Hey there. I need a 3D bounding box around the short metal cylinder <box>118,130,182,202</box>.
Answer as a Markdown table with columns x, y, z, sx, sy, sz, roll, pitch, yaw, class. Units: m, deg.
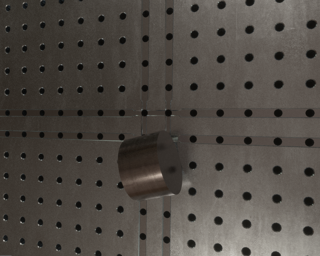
| x | y | z | sx | sy | sz | roll | pitch | yaw | class |
| --- | --- | --- | --- | --- | --- | --- | --- | --- | --- |
| -0.010 | 0.047 | 0.386 | 0.050 | 0.080 | 0.080 | -15 | 85 | 19 | short metal cylinder |
